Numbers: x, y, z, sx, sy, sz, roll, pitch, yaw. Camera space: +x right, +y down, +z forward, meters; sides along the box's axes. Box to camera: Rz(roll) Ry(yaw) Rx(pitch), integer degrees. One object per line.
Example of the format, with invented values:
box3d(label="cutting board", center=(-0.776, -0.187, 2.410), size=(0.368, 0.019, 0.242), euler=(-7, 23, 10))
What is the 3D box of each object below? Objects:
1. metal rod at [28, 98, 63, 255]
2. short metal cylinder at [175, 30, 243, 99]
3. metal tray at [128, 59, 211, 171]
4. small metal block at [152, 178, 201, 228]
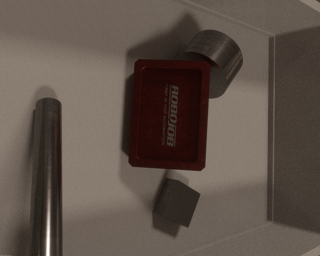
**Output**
box3d(label="metal rod", center=(-0.088, 0.102, 0.238), size=(0.025, 0.025, 0.299), euler=(18, 48, -39))
box3d(label="short metal cylinder", center=(0.066, -0.087, 0.428), size=(0.080, 0.080, 0.050), euler=(52, 58, -28))
box3d(label="metal tray", center=(0.012, -0.016, 0.379), size=(0.030, 0.091, 0.129), euler=(32, 62, -85))
box3d(label="small metal block", center=(0.024, 0.104, 0.429), size=(0.050, 0.025, 0.050), euler=(37, 67, -34))
